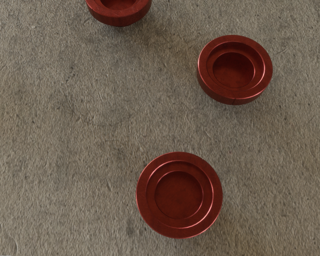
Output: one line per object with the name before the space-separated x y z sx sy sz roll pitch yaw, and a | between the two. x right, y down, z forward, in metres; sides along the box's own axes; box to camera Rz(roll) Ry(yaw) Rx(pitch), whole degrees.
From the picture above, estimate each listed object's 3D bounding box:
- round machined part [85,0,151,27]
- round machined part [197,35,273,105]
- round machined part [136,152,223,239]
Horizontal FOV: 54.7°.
round machined part | -0.061 -0.194 0.469 0.099 0.042 0.098 0 70 0
round machined part | 0.099 -0.075 0.427 0.099 0.042 0.098 0 70 0
round machined part | 0.022 0.080 0.370 0.099 0.042 0.098 0 70 0
